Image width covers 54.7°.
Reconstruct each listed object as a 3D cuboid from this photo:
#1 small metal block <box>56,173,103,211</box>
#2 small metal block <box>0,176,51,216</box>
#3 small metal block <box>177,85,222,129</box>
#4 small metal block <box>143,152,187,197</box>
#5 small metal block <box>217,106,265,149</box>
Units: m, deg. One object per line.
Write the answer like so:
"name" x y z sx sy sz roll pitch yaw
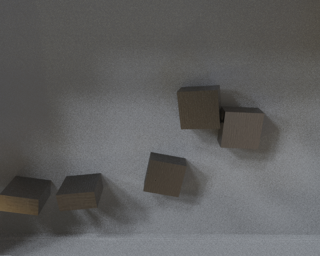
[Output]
"small metal block" -0.109 0.088 0.429 0.050 0.050 0.025 -5 110 1
"small metal block" -0.185 0.093 0.430 0.050 0.050 0.025 8 110 -4
"small metal block" 0.051 -0.026 0.396 0.050 0.025 0.050 -1 111 17
"small metal block" 0.007 0.066 0.436 0.050 0.025 0.050 11 110 -5
"small metal block" 0.107 -0.001 0.413 0.050 0.025 0.050 2 110 -2
